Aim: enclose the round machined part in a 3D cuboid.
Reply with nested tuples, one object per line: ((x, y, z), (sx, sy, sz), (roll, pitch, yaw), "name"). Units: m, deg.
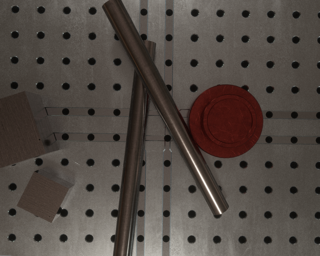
((0.087, -0.009, 0.406), (0.099, 0.042, 0.097), (0, 90, -1), "round machined part")

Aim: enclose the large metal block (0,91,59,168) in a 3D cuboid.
((-0.189, 0.005, 0.398), (0.080, 0.050, 0.080), (-18, 90, -1), "large metal block")

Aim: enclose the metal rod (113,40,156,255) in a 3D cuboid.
((-0.034, 0.035, 0.412), (0.025, 0.025, 0.298), (7, 90, -1), "metal rod")

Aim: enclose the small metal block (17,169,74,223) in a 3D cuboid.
((-0.151, 0.089, 0.411), (0.050, 0.025, 0.050), (27, 90, -1), "small metal block")

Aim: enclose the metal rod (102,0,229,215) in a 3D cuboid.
((0.011, -0.021, 0.395), (0.025, 0.025, 0.299), (-28, 98, 0), "metal rod")
